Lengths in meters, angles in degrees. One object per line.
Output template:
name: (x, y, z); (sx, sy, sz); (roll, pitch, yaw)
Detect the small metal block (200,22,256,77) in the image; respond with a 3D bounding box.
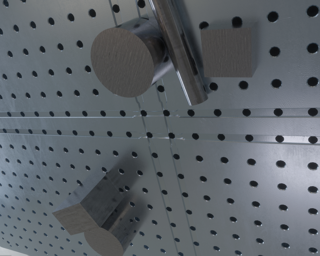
small metal block: (0.072, -0.081, 0.323); (0.050, 0.025, 0.050); (5, 121, 25)

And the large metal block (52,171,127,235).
large metal block: (-0.116, 0.125, 0.514); (0.080, 0.080, 0.050); (-26, 104, 37)

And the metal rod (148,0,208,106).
metal rod: (-0.010, -0.161, 0.316); (0.025, 0.025, 0.299); (-10, 114, 32)

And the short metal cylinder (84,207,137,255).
short metal cylinder: (-0.088, 0.188, 0.558); (0.080, 0.050, 0.079); (13, 124, 21)

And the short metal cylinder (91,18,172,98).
short metal cylinder: (-0.032, -0.082, 0.361); (0.080, 0.050, 0.079); (13, 124, 21)
